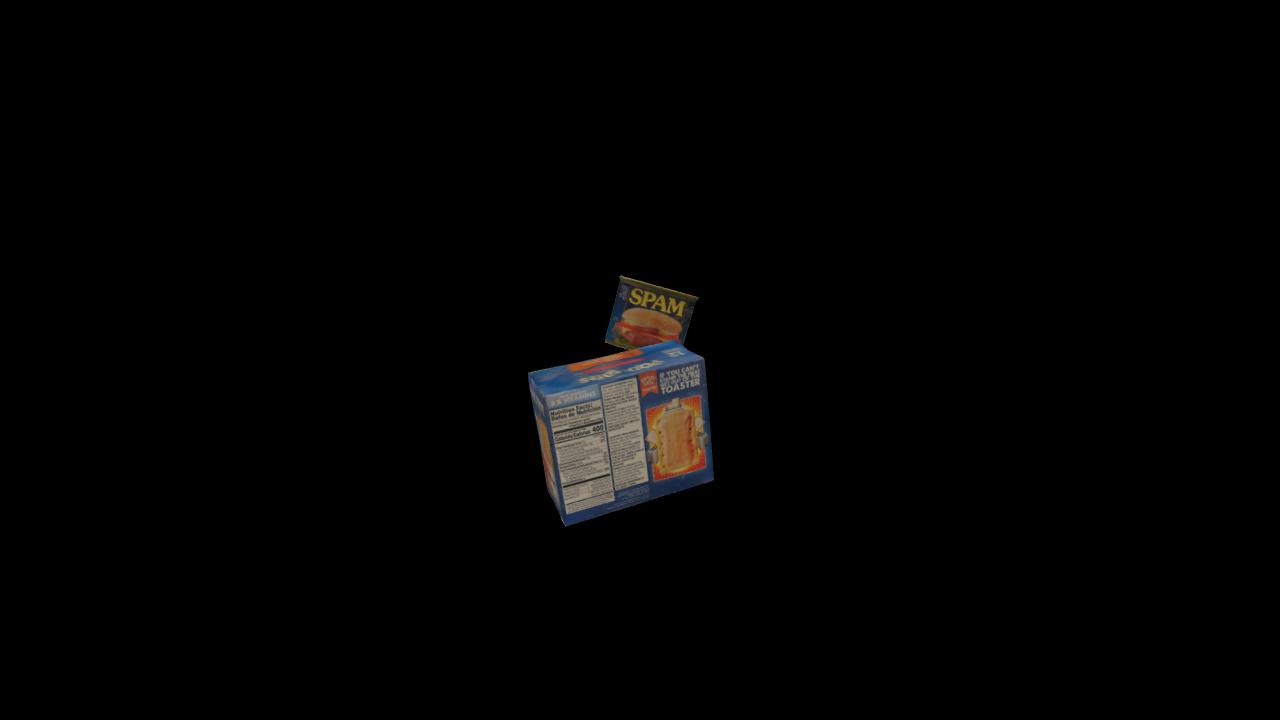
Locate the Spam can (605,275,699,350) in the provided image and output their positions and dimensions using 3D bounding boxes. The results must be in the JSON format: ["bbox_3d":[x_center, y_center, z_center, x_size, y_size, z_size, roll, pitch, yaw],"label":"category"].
[{"bbox_3d":[0.013,-0.052,0.769,0.101,0.085,0.058,15,8,-1],"label":"Spam can"}]

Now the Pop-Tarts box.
[{"bbox_3d":[-0.018,0.070,0.636,0.167,0.141,0.083,-13,20,-19],"label":"Pop-Tarts box"}]
